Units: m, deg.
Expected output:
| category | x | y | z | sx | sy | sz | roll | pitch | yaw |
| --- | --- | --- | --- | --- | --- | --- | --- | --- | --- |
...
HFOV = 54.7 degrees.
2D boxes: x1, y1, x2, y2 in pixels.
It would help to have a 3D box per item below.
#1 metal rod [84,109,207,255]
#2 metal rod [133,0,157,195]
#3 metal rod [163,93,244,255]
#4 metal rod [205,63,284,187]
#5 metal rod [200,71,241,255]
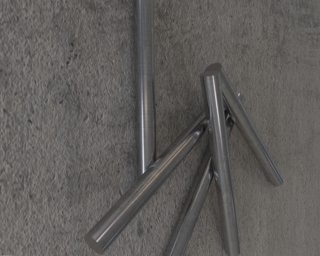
| category | x | y | z | sx | sy | sz | roll | pitch | yaw |
| --- | --- | --- | --- | --- | --- | --- | --- | --- | --- |
| metal rod | 0.020 | 0.032 | 0.393 | 0.302 | 0.025 | 0.025 | -44 | 117 | -40 |
| metal rod | -0.019 | -0.066 | 0.388 | 0.025 | 0.025 | 0.298 | -2 | 91 | -40 |
| metal rod | 0.065 | 0.075 | 0.459 | 0.025 | 0.025 | 0.300 | 39 | 66 | -33 |
| metal rod | 0.147 | 0.012 | 0.501 | 0.300 | 0.025 | 0.025 | 49 | 61 | -38 |
| metal rod | 0.090 | 0.066 | 0.446 | 0.025 | 0.025 | 0.298 | -30 | 119 | -36 |
